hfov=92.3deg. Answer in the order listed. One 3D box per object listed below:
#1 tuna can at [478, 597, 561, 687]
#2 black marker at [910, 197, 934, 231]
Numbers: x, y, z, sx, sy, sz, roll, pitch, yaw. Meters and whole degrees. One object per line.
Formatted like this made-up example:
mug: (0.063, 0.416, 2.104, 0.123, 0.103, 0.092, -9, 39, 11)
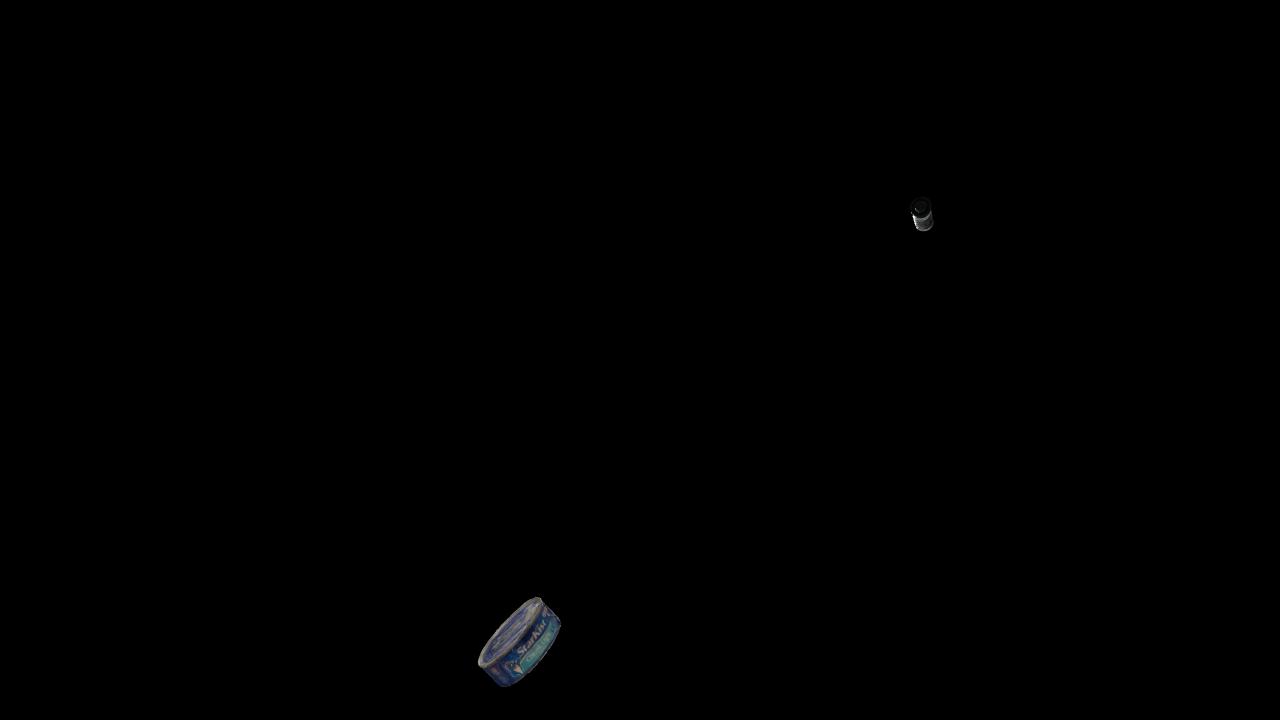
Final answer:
tuna can: (-0.121, 0.284, 0.621, 0.084, 0.034, 0.084, -41, 5, 4)
black marker: (0.289, -0.148, 0.629, 0.020, 0.020, 0.121, 0, 4, 27)
